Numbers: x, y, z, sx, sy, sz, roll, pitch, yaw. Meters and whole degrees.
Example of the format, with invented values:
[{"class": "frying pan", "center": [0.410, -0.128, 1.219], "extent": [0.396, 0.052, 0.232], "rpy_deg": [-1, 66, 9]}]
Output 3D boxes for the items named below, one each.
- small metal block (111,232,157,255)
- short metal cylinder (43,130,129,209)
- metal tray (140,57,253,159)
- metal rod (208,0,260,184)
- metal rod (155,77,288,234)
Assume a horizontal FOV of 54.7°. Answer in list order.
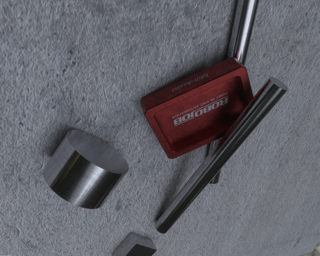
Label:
[{"class": "small metal block", "center": [-0.042, 0.204, 0.510], "extent": [0.050, 0.025, 0.050], "rpy_deg": [-50, 129, 7]}, {"class": "short metal cylinder", "center": [-0.083, 0.046, 0.354], "extent": [0.080, 0.080, 0.050], "rpy_deg": [28, 103, -38]}, {"class": "metal tray", "center": [0.053, -0.022, 0.397], "extent": [0.130, 0.030, 0.090], "rpy_deg": [-25, 127, 4]}, {"class": "metal rod", "center": [0.096, -0.046, 0.430], "extent": [0.025, 0.025, 0.298], "rpy_deg": [-9, 123, -24]}, {"class": "metal rod", "center": [0.068, 0.056, 0.429], "extent": [0.025, 0.025, 0.298], "rpy_deg": [8, 130, -32]}]
